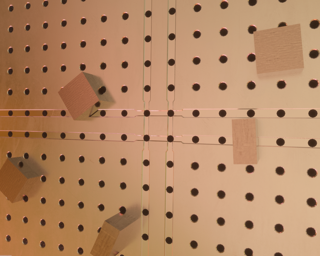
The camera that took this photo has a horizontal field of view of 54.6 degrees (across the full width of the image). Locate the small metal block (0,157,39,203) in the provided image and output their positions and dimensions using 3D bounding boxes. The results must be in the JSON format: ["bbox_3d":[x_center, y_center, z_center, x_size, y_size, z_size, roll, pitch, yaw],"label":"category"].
[{"bbox_3d":[-0.230,0.082,0.495,0.050,0.025,0.050,39,102,16],"label":"small metal block"}]

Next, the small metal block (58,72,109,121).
[{"bbox_3d":[-0.112,-0.046,0.453,0.050,0.025,0.050,-35,79,16],"label":"small metal block"}]

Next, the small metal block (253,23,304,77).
[{"bbox_3d":[0.138,-0.089,0.364,0.050,0.025,0.050,-5,88,20],"label":"small metal block"}]

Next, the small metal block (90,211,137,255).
[{"bbox_3d":[-0.062,0.147,0.422,0.025,0.050,0.050,27,99,18],"label":"small metal block"}]

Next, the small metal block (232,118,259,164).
[{"bbox_3d":[0.101,0.015,0.364,0.025,0.050,0.050,-2,89,20],"label":"small metal block"}]
